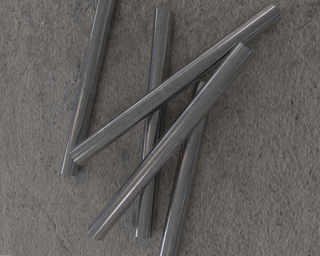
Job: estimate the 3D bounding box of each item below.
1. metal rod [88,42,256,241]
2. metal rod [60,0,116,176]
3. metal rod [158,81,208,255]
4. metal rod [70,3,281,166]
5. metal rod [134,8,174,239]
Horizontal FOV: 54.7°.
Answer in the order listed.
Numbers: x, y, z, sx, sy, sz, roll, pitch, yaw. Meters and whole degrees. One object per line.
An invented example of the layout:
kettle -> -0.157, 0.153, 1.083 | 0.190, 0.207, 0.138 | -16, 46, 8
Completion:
metal rod -> 0.006, 0.026, 0.379 | 0.025, 0.025, 0.299 | 42, 103, 15
metal rod -> -0.099, -0.078, 0.443 | 0.025, 0.025, 0.298 | 15, 95, 19
metal rod -> 0.026, 0.089, 0.399 | 0.025, 0.025, 0.298 | 13, 94, 19
metal rod -> 0.013, -0.049, 0.381 | 0.300, 0.025, 0.025 | -36, 79, 7
metal rod -> -0.008, -0.005, 0.411 | 0.025, 0.025, 0.298 | 6, 92, 20
